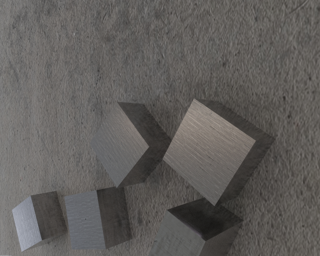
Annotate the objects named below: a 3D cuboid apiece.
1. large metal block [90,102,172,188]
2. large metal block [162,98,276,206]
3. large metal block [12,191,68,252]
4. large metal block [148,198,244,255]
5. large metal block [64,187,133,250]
[{"bbox_3d":[-0.040,0.022,0.422,0.080,0.050,0.080,-52,60,27],"label":"large metal block"},{"bbox_3d":[0.062,0.023,0.338,0.080,0.050,0.079,40,114,33],"label":"large metal block"},{"bbox_3d":[-0.224,0.172,0.574,0.080,0.050,0.080,-35,69,34],"label":"large metal block"},{"bbox_3d":[0.037,0.129,0.339,0.050,0.081,0.079,31,110,35],"label":"large metal block"},{"bbox_3d":[-0.094,0.134,0.467,0.080,0.050,0.080,-18,78,38],"label":"large metal block"}]
